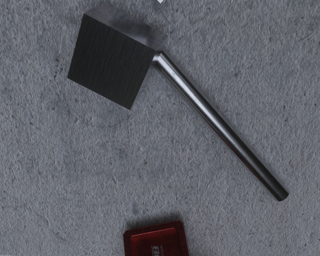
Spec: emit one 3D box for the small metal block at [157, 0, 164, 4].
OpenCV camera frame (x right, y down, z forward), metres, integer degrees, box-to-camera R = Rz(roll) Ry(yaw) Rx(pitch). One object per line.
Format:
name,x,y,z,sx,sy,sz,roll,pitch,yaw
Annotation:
small metal block,0.000,-0.176,0.345,0.050,0.025,0.050,42,105,-14

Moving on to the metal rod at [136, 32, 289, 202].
metal rod,0.074,-0.008,0.407,0.025,0.025,0.300,-40,106,13

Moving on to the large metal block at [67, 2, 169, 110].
large metal block,-0.048,-0.080,0.349,0.080,0.050,0.079,27,127,-2

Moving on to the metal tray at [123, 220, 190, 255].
metal tray,0.001,0.205,0.436,0.090,0.130,0.030,-12,151,4
